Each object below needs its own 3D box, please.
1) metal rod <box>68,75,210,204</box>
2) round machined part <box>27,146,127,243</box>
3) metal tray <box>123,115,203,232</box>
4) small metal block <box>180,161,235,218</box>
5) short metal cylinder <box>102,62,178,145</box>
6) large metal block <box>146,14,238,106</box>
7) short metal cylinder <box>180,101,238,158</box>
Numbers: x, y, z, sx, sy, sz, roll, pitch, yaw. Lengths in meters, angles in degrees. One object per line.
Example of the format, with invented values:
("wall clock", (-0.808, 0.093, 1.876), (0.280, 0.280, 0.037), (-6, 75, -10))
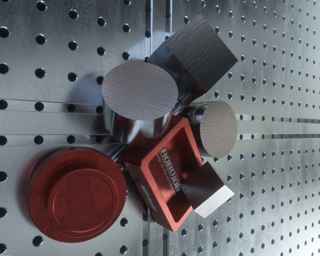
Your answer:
("metal rod", (0.000, -0.009, 0.412), (0.301, 0.025, 0.025), (-45, 117, -30))
("round machined part", (-0.081, 0.070, 0.314), (0.099, 0.042, 0.097), (-3, 97, -24))
("metal tray", (0.015, 0.058, 0.400), (0.090, 0.030, 0.129), (-45, 130, -30))
("small metal block", (0.061, 0.080, 0.406), (0.050, 0.050, 0.025), (-42, 124, 8))
("short metal cylinder", (-0.024, -0.028, 0.346), (0.081, 0.050, 0.080), (5, 57, -7))
("large metal block", (0.044, -0.090, 0.414), (0.080, 0.050, 0.080), (49, 59, -6))
("short metal cylinder", (0.067, 0.002, 0.448), (0.081, 0.050, 0.079), (0, 90, -40))
